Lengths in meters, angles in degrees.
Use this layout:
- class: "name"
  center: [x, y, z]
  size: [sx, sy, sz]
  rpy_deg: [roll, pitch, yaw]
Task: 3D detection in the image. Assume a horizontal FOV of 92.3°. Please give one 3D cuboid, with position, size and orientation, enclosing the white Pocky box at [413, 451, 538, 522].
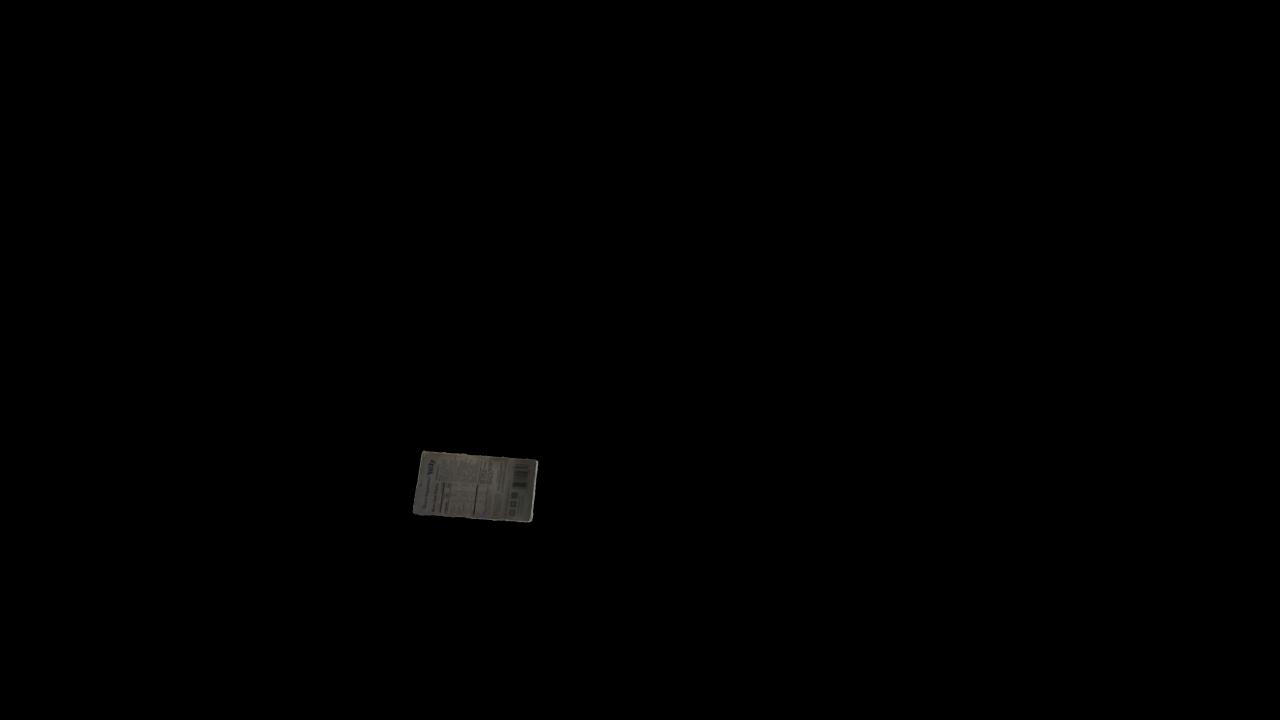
- class: "white Pocky box"
  center: [-0.216, 0.168, 0.818]
  size: [0.154, 0.084, 0.028]
  rpy_deg: [5, -15, -2]
